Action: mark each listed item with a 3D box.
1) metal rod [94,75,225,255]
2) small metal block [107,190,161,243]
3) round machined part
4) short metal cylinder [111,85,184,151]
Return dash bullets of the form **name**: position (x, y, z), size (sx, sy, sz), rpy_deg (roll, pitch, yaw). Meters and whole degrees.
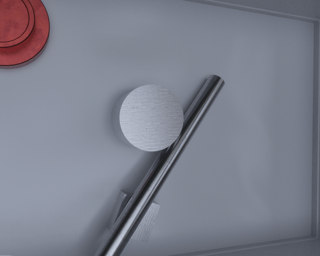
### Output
- **metal rod**: position (0.003, 0.050, 0.392), size (0.025, 0.025, 0.300), rpy_deg (40, 70, -16)
- **small metal block**: position (-0.034, 0.114, 0.399), size (0.050, 0.025, 0.050), rpy_deg (23, 82, -19)
- **round machined part**: position (-0.173, -0.117, 0.338), size (0.099, 0.042, 0.097), rpy_deg (0, 90, -21)
- **short metal cylinder**: position (-0.017, -0.012, 0.392), size (0.081, 0.050, 0.079), rpy_deg (0, 90, -20)
